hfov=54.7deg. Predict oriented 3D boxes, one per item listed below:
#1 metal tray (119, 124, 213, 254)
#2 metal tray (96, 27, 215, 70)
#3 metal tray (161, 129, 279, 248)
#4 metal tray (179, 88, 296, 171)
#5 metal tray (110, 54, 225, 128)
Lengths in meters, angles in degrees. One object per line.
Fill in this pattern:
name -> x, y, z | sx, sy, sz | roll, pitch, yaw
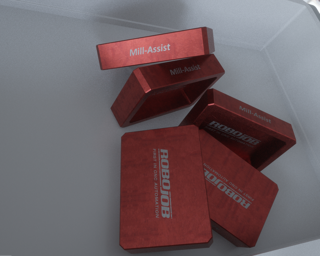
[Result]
metal tray -> 0.005, 0.063, 0.338 | 0.090, 0.030, 0.130 | -7, 60, 6
metal tray -> -0.001, -0.100, 0.389 | 0.090, 0.130, 0.030 | -49, 132, -69
metal tray -> 0.075, 0.075, 0.386 | 0.130, 0.030, 0.090 | 37, 64, -4
metal tray -> 0.097, 0.011, 0.409 | 0.131, 0.089, 0.030 | 22, 43, -16
metal tray -> 0.011, -0.049, 0.400 | 0.131, 0.090, 0.030 | -19, 73, -36
